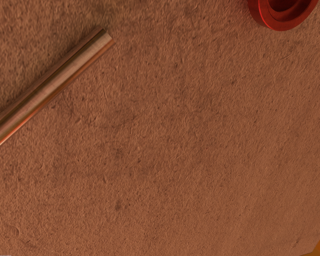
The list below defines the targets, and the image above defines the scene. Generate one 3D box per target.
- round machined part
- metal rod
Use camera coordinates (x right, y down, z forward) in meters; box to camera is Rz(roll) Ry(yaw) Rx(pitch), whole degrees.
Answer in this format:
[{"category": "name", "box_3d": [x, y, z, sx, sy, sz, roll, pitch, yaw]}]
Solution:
[{"category": "round machined part", "box_3d": [0.144, -0.170, 0.369, 0.099, 0.042, 0.097, -14, 124, -21]}, {"category": "metal rod", "box_3d": [-0.166, 0.004, 0.318, 0.300, 0.025, 0.025, -42, 130, 0]}]
